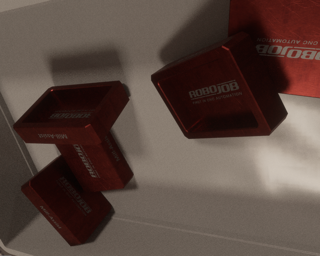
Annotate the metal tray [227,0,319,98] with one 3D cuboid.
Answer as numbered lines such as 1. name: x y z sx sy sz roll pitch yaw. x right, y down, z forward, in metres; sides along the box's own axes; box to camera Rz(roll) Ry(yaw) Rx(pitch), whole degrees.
1. metal tray: 0.131 -0.077 0.288 0.130 0.030 0.089 11 123 22

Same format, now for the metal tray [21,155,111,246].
1. metal tray: -0.151 0.117 0.516 0.030 0.090 0.130 -29 103 37

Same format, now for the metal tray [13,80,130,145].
1. metal tray: -0.117 -0.021 0.410 0.130 0.090 0.030 0 133 28

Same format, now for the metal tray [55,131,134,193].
1. metal tray: -0.109 0.038 0.484 0.090 0.030 0.129 -14 112 33

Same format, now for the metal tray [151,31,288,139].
1. metal tray: 0.053 -0.035 0.320 0.130 0.030 0.090 -6 119 59
